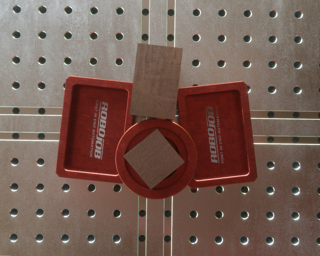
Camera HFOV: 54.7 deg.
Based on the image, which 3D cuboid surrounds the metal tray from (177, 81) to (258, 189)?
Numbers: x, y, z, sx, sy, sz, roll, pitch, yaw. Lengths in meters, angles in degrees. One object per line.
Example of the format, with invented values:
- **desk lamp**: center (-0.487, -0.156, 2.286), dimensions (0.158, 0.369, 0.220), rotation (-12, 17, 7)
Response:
- **metal tray**: center (0.072, 0.009, 0.407), dimensions (0.091, 0.030, 0.129), rotation (-6, 90, 0)

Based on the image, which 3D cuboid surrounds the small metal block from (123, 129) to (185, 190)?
- **small metal block**: center (-0.007, 0.036, 0.367), dimensions (0.050, 0.025, 0.050), rotation (-39, 90, 0)

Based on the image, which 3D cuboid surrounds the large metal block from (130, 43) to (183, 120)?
- **large metal block**: center (-0.004, -0.052, 0.382), dimensions (0.050, 0.080, 0.080), rotation (6, 90, 0)

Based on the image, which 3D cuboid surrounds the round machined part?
- **round machined part**: center (-0.004, 0.037, 0.392), dimensions (0.099, 0.042, 0.097), rotation (0, 90, 0)

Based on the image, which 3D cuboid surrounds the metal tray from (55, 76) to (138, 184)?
- **metal tray**: center (-0.081, 0.002, 0.406), dimensions (0.091, 0.030, 0.129), rotation (6, 90, 0)
